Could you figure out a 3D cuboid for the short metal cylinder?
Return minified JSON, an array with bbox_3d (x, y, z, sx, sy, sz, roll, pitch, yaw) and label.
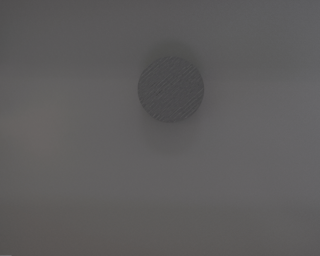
[{"bbox_3d":[0.013,-0.047,0.399,0.080,0.050,0.080,0,90,0],"label":"short metal cylinder"}]
